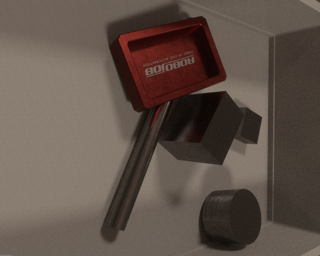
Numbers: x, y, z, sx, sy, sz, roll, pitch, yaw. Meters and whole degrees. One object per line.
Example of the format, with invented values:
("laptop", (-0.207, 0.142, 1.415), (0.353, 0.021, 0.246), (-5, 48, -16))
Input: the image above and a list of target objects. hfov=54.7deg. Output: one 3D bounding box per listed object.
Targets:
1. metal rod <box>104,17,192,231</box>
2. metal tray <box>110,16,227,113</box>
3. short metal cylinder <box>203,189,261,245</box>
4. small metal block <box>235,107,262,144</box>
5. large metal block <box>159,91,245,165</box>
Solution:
("metal rod", (-0.003, -0.018, 0.406), (0.025, 0.025, 0.299), (33, 69, -36))
("metal tray", (0.014, -0.082, 0.390), (0.131, 0.030, 0.090), (-23, 94, -27))
("short metal cylinder", (0.112, 0.136, 0.477), (0.081, 0.050, 0.080), (13, 71, -39))
("small metal block", (0.148, -0.003, 0.534), (0.050, 0.025, 0.050), (24, 75, -38))
("large metal block", (0.054, 0.000, 0.419), (0.050, 0.080, 0.080), (44, 63, -32))
